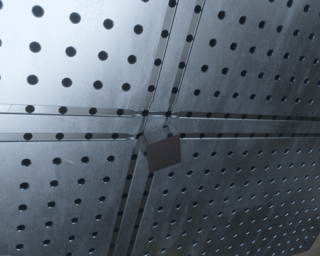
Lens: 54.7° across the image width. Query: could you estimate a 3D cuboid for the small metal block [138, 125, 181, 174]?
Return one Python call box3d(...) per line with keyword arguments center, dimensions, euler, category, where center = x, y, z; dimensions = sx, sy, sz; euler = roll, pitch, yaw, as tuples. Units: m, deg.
box3d(center=(0.001, 0.030, 0.432), dimensions=(0.050, 0.025, 0.050), euler=(-18, 126, -18), category="small metal block")
